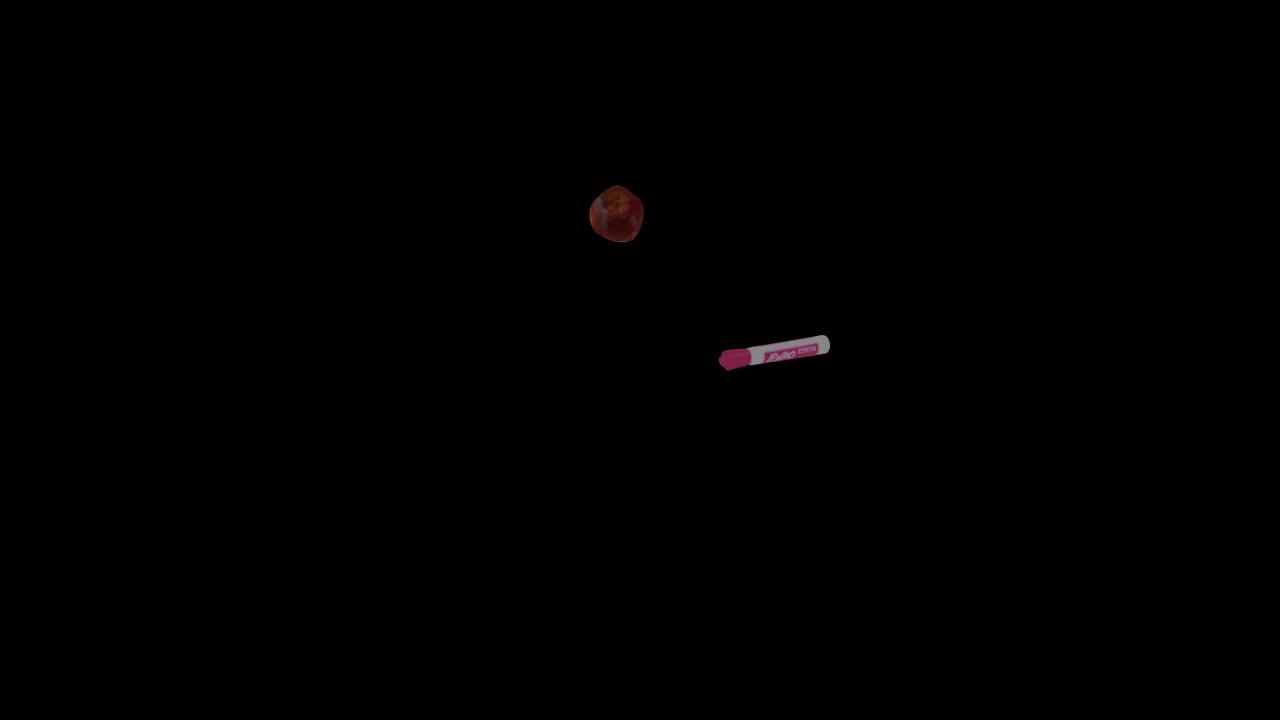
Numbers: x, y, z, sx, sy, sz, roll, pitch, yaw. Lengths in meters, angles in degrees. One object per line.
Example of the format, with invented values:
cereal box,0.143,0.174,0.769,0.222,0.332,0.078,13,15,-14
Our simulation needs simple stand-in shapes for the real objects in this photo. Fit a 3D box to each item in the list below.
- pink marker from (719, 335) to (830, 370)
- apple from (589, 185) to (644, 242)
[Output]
pink marker,0.128,-0.007,0.585,0.121,0.020,0.020,-9,4,-24
apple,-0.032,-0.206,0.872,0.079,0.079,0.093,0,-7,-7
